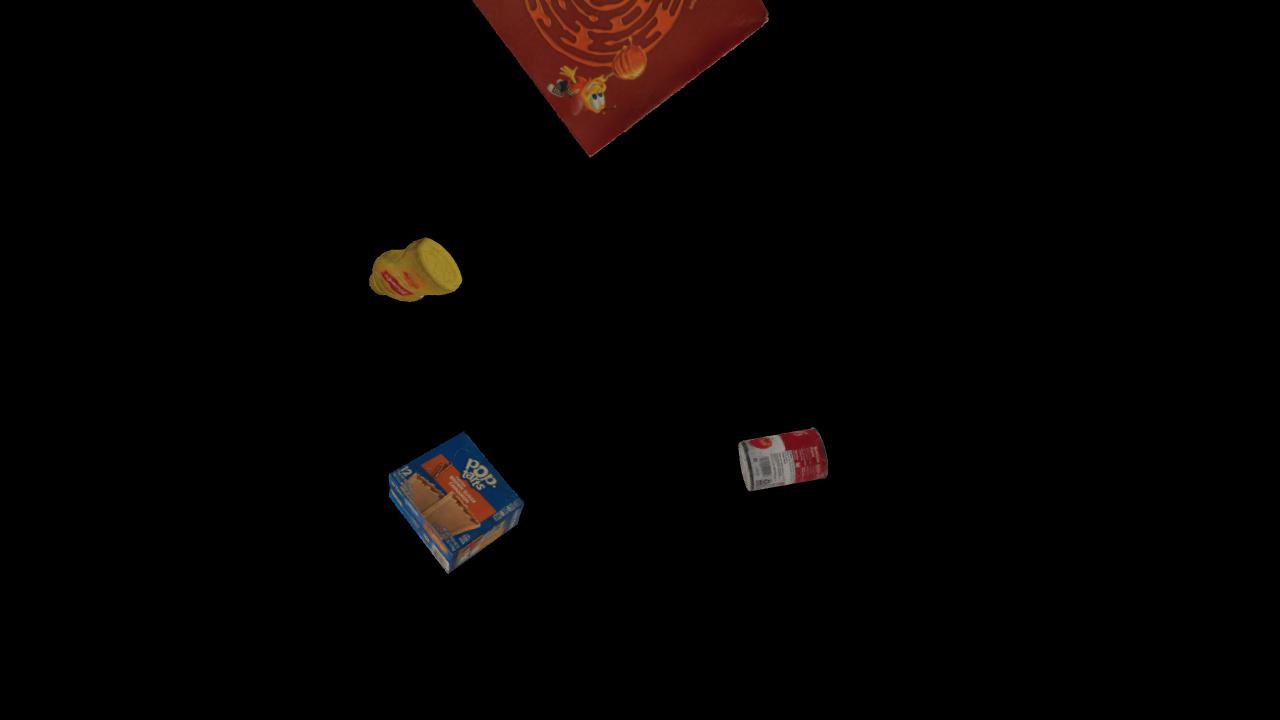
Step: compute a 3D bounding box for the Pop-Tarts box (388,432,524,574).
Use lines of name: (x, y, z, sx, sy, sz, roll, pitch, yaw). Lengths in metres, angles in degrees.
Pop-Tarts box: (-0.298, 0.227, 0.996, 0.141, 0.167, 0.083, -31, -21, -39)

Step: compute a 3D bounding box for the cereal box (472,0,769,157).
cereal box: (-0.053, -0.349, 0.493, 0.203, 0.081, 0.306, -34, -51, 12)

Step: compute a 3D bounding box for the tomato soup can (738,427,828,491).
tomato soup can: (0.184, 0.131, 0.802, 0.101, 0.068, 0.068, -11, 0, -1)

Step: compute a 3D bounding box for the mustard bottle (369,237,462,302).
mustard bottle: (-0.370, -0.134, 0.972, 0.184, 0.054, 0.092, -7, -43, 35)
